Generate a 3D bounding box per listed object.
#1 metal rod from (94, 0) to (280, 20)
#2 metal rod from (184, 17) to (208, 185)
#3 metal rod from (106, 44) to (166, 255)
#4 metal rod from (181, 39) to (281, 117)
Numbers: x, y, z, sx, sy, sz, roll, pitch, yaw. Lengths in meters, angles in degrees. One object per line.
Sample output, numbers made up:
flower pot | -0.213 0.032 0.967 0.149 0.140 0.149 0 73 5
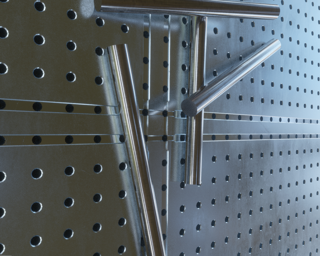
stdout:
metal rod | 0.057 -0.167 0.429 0.303 0.025 0.025 -10 97 -31
metal rod | 0.054 -0.068 0.456 0.025 0.025 0.298 4 87 -40
metal rod | -0.026 0.048 0.389 0.025 0.025 0.298 -17 101 -39
metal rod | 0.129 -0.093 0.499 0.302 0.025 0.025 -36 113 -41
